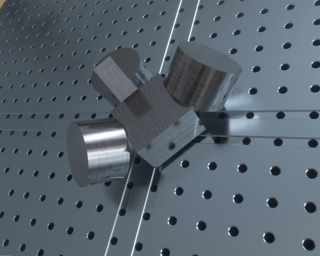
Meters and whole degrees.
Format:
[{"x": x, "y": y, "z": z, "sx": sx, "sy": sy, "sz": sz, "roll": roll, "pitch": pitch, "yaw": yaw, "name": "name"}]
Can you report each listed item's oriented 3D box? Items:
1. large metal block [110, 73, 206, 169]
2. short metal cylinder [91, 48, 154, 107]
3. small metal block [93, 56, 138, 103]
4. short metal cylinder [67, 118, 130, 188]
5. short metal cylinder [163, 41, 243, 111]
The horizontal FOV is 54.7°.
[{"x": -0.003, "y": -0.010, "z": 0.392, "sx": 0.080, "sy": 0.050, "sz": 0.080, "roll": -39, "pitch": 51, "yaw": 2, "name": "large metal block"}, {"x": -0.054, "y": -0.072, "z": 0.460, "sx": 0.080, "sy": 0.050, "sz": 0.080, "roll": -13, "pitch": 56, "yaw": 21, "name": "short metal cylinder"}, {"x": -0.053, "y": -0.061, "z": 0.389, "sx": 0.025, "sy": 0.050, "sz": 0.050, "roll": -39, "pitch": 7, "yaw": 4, "name": "small metal block"}, {"x": -0.078, "y": 0.029, "z": 0.384, "sx": 0.080, "sy": 0.050, "sz": 0.079, "roll": 18, "pitch": 112, "yaw": 55, "name": "short metal cylinder"}, {"x": 0.050, "y": -0.063, "z": 0.371, "sx": 0.080, "sy": 0.081, "sz": 0.050, "roll": 51, "pitch": 130, "yaw": 39, "name": "short metal cylinder"}]
